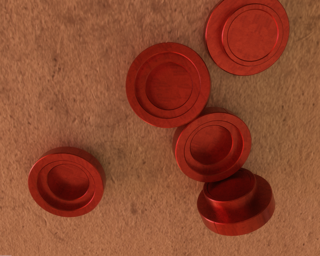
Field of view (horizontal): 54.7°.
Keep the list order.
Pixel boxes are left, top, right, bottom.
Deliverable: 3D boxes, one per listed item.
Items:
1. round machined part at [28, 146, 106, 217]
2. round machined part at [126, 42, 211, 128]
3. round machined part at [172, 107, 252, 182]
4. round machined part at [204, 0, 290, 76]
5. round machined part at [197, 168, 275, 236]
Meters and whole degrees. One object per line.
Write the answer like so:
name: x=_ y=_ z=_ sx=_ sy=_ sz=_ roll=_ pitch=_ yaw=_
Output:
round machined part: x=-0.123 y=0.069 z=0.425 sx=0.099 sy=0.042 sz=0.097 roll=0 pitch=110 yaw=-1
round machined part: x=0.012 y=-0.049 z=0.371 sx=0.098 sy=0.042 sz=0.097 roll=0 pitch=92 yaw=13
round machined part: x=0.064 y=0.018 z=0.403 sx=0.099 sy=0.042 sz=0.097 roll=-4 pitch=113 yaw=-9
round machined part: x=0.103 y=-0.109 z=0.362 sx=0.099 sy=0.042 sz=0.097 roll=0 pitch=110 yaw=-1
round machined part: x=0.095 y=0.088 z=0.403 sx=0.098 sy=0.098 sz=0.042 roll=-20 pitch=114 yaw=6
